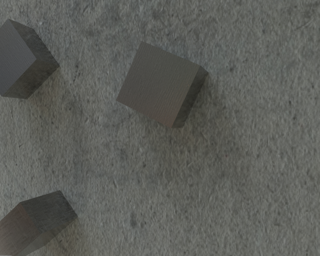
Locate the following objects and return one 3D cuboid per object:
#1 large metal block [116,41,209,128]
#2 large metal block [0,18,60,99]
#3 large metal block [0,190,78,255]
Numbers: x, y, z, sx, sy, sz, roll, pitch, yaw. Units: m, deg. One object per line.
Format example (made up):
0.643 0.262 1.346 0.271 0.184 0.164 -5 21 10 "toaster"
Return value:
0.004 -0.053 0.394 0.080 0.050 0.080 27 99 17 "large metal block"
-0.215 -0.102 0.470 0.080 0.050 0.080 -40 78 15 "large metal block"
-0.181 0.140 0.442 0.080 0.080 0.050 -42 77 15 "large metal block"
